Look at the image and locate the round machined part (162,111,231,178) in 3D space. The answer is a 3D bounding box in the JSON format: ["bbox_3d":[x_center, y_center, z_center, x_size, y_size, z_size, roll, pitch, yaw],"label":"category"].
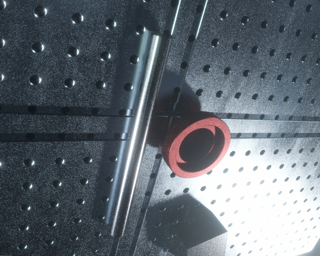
[{"bbox_3d":[0.047,0.019,0.438,0.099,0.042,0.097,-14,124,-21],"label":"round machined part"}]

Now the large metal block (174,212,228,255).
[{"bbox_3d":[0.073,0.212,0.566,0.081,0.050,0.079,-16,125,-20],"label":"large metal block"}]

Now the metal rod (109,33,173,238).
[{"bbox_3d":[-0.031,0.027,0.410,0.025,0.025,0.298,0,119,-29],"label":"metal rod"}]
